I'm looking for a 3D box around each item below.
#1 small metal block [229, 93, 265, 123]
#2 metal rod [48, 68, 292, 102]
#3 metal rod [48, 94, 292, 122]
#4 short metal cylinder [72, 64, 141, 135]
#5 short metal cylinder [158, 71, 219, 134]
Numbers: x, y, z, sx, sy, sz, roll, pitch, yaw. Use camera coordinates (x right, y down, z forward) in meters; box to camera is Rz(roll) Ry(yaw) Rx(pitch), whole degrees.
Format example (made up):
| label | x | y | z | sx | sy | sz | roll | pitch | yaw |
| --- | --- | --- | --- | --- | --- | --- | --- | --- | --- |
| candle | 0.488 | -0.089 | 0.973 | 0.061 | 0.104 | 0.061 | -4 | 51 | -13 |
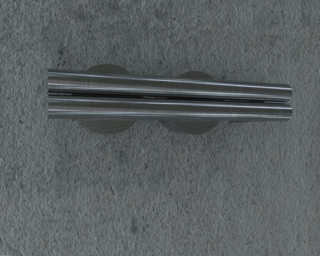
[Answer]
| label | x | y | z | sx | sy | sz | roll | pitch | yaw |
| --- | --- | --- | --- | --- | --- | --- | --- | --- | --- |
| small metal block | 0.123 | -0.033 | 0.444 | 0.025 | 0.050 | 0.050 | -2 | 90 | -20 |
| metal rod | 0.028 | -0.048 | 0.367 | 0.302 | 0.025 | 0.025 | 0 | 90 | -20 |
| metal rod | 0.028 | -0.022 | 0.367 | 0.302 | 0.025 | 0.025 | 0 | 90 | -20 |
| short metal cylinder | -0.066 | -0.033 | 0.372 | 0.081 | 0.050 | 0.080 | 0 | 90 | -20 |
| short metal cylinder | 0.038 | -0.032 | 0.412 | 0.081 | 0.050 | 0.080 | 0 | 90 | -20 |
